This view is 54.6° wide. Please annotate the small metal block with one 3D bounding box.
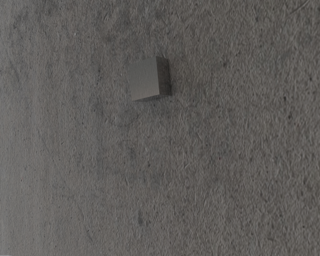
[{"bbox_3d":[-0.014,-0.064,0.418,0.050,0.025,0.050,-9,84,39],"label":"small metal block"}]
